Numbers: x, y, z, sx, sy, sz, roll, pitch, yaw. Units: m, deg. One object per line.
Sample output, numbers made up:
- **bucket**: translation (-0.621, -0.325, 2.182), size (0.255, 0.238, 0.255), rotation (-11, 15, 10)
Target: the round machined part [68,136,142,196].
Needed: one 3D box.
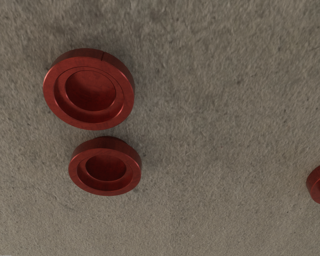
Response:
- **round machined part**: translation (-0.075, 0.049, 0.437), size (0.099, 0.042, 0.097), rotation (-1, 130, 0)

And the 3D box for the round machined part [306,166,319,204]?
- **round machined part**: translation (0.285, 0.093, 0.480), size (0.099, 0.042, 0.097), rotation (-1, 130, 0)

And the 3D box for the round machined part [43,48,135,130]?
- **round machined part**: translation (-0.078, -0.047, 0.355), size (0.099, 0.042, 0.097), rotation (-1, 130, 0)
